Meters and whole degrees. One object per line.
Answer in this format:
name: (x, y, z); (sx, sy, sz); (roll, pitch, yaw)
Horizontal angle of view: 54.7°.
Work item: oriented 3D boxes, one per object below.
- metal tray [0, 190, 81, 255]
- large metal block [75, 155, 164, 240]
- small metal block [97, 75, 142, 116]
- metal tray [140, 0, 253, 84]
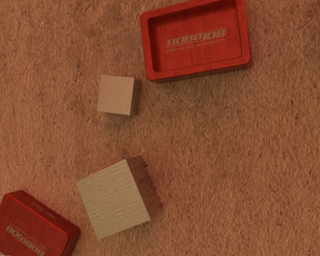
metal tray: (-0.195, 0.165, 0.475); (0.130, 0.030, 0.090); (26, 98, 18)
large metal block: (-0.053, 0.091, 0.414); (0.080, 0.050, 0.080); (-26, 82, 18)
small metal block: (-0.056, -0.045, 0.429); (0.050, 0.025, 0.050); (8, 93, 19)
metal tray: (0.044, -0.111, 0.390); (0.130, 0.030, 0.089); (-7, 88, 19)
